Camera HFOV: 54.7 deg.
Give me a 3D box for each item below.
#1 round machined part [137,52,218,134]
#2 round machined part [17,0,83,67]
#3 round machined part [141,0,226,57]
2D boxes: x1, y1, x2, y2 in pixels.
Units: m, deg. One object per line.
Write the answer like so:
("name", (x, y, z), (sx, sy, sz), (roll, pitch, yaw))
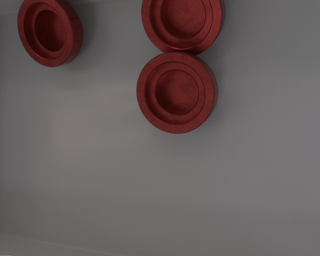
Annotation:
("round machined part", (0.024, -0.045, 0.385), (0.098, 0.042, 0.097), (6, 106, 21))
("round machined part", (-0.150, -0.140, 0.443), (0.098, 0.042, 0.097), (10, 115, 22))
("round machined part", (0.031, -0.139, 0.377), (0.098, 0.042, 0.097), (10, 122, 17))
